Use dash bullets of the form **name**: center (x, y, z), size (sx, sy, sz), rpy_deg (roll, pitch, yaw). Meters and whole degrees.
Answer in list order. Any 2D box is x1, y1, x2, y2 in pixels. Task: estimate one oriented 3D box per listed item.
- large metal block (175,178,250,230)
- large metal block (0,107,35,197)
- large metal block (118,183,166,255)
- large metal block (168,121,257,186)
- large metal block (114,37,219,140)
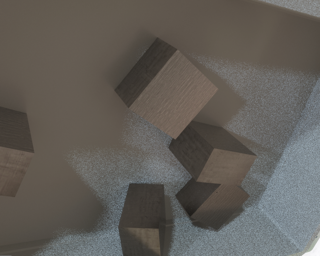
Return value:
- **large metal block**: center (0.087, 0.112, 0.509), size (0.080, 0.050, 0.080), rpy_deg (-48, 129, 6)
- **large metal block**: center (-0.171, 0.014, 0.288), size (0.081, 0.080, 0.050), rpy_deg (18, 109, -35)
- **large metal block**: center (-0.021, 0.136, 0.435), size (0.050, 0.080, 0.079), rpy_deg (0, 122, 6)
- **large metal block**: center (0.071, 0.033, 0.432), size (0.081, 0.080, 0.050), rpy_deg (12, 112, -33)
- **large metal block**: center (0.008, -0.045, 0.368), size (0.080, 0.050, 0.080), rpy_deg (35, 99, -39)
